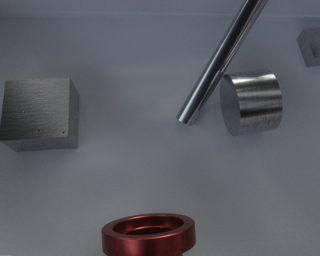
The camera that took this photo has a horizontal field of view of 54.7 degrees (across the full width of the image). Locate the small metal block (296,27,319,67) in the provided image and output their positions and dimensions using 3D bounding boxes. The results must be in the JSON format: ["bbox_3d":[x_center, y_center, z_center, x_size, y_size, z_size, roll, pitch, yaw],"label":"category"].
[{"bbox_3d":[0.238,-0.121,0.457,0.050,0.025,0.050,-8,70,-4],"label":"small metal block"}]

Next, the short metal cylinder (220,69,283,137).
[{"bbox_3d":[0.113,-0.032,0.394,0.050,0.080,0.080,-9,71,-4],"label":"short metal cylinder"}]

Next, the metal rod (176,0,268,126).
[{"bbox_3d":[0.105,-0.135,0.383,0.025,0.025,0.298,33,103,10],"label":"metal rod"}]

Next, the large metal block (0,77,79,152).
[{"bbox_3d":[-0.152,-0.016,0.401,0.081,0.050,0.080,-4,70,-2],"label":"large metal block"}]

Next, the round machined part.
[{"bbox_3d":[-0.011,0.123,0.328,0.099,0.098,0.042,-4,87,-2],"label":"round machined part"}]
